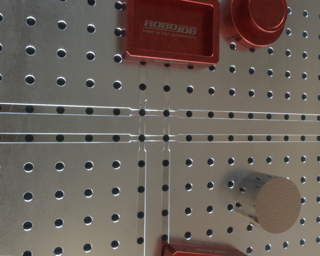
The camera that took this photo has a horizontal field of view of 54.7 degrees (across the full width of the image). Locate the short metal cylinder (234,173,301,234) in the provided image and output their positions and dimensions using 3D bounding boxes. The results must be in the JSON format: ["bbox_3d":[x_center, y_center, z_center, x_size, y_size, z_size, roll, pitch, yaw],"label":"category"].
[{"bbox_3d":[0.159,0.109,0.460,0.081,0.050,0.079,0,90,-21],"label":"short metal cylinder"}]

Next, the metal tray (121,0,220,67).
[{"bbox_3d":[0.016,-0.133,0.416,0.131,0.030,0.089,1,90,-21],"label":"metal tray"}]

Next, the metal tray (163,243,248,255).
[{"bbox_3d":[0.062,0.218,0.434,0.131,0.030,0.090,14,85,-20],"label":"metal tray"}]

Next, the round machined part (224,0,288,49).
[{"bbox_3d":[0.148,-0.170,0.460,0.099,0.042,0.097,0,90,-21],"label":"round machined part"}]
